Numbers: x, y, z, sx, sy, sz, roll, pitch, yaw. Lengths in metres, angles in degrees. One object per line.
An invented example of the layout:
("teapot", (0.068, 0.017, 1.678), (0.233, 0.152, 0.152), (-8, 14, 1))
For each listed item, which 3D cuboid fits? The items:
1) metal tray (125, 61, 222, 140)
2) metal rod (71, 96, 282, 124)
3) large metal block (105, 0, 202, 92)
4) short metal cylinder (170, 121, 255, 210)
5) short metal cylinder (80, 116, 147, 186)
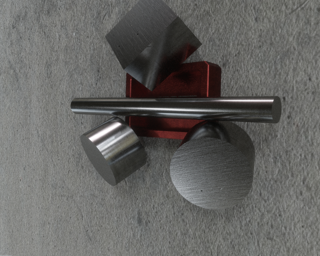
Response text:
("metal tray", (0.012, -0.032, 0.394), (0.130, 0.030, 0.089), (3, 92, 40))
("metal rod", (-0.010, -0.025, 0.375), (0.300, 0.025, 0.025), (4, 93, 39))
("large metal block", (-0.010, -0.105, 0.370), (0.080, 0.050, 0.080), (-42, 47, 14))
("short metal cylinder", (0.056, 0.037, 0.323), (0.080, 0.050, 0.079), (7, 114, 16))
("short metal cylinder", (-0.063, 0.031, 0.418), (0.080, 0.050, 0.080), (40, 150, 30))
